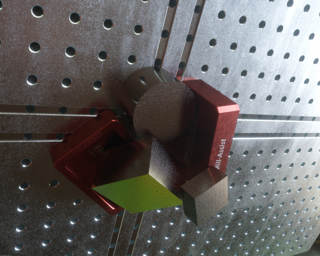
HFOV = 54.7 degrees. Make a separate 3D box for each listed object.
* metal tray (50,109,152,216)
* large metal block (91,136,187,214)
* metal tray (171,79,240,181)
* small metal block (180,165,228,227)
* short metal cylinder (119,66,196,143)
[{"bbox_3d":[-0.064,0.049,0.403,0.090,0.030,0.130,-37,130,-4],"label":"metal tray"},{"bbox_3d":[-0.022,0.061,0.382,0.080,0.050,0.080,-18,136,27],"label":"large metal block"},{"bbox_3d":[0.053,0.012,0.407,0.030,0.090,0.129,-9,123,-24],"label":"metal tray"},{"bbox_3d":[0.054,0.081,0.371,0.050,0.025,0.050,-29,130,-25],"label":"small metal block"},{"bbox_3d":[-0.004,-0.029,0.377,0.081,0.050,0.079,-14,125,-21],"label":"short metal cylinder"}]
